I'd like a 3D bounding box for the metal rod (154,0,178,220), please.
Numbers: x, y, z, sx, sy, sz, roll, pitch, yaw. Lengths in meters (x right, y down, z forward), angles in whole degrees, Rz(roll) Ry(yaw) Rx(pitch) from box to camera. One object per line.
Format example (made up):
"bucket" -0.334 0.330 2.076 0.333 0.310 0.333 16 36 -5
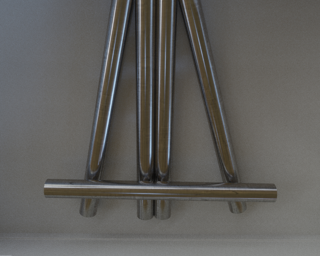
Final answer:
"metal rod" 0.006 -0.011 0.406 0.025 0.025 0.298 1 110 0

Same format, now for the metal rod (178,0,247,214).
"metal rod" 0.074 -0.017 0.404 0.025 0.025 0.298 -15 110 5

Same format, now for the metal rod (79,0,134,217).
"metal rod" -0.074 -0.013 0.404 0.025 0.025 0.298 11 110 -4

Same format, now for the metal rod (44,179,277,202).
"metal rod" 0.001 0.083 0.413 0.302 0.025 0.025 1 110 -1

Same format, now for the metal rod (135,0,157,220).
"metal rod" -0.019 -0.011 0.406 0.025 0.025 0.298 1 110 -1
